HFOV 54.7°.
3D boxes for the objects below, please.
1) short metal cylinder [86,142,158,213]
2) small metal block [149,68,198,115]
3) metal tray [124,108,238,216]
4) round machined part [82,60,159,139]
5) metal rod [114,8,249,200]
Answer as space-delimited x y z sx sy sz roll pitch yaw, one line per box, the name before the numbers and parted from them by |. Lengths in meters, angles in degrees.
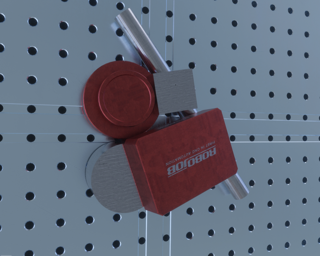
short metal cylinder | -0.047 0.057 0.378 0.081 0.050 0.079 0 90 -20
small metal block | 0.016 -0.046 0.390 0.050 0.025 0.050 -10 96 -15
metal tray | 0.030 0.036 0.377 0.131 0.030 0.089 -21 98 -32
round machined part | -0.044 -0.035 0.382 0.099 0.042 0.097 0 90 -19
metal rod | 0.036 -0.024 0.422 0.025 0.025 0.299 -38 102 -16
